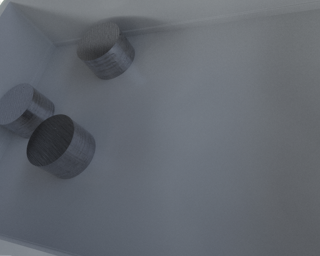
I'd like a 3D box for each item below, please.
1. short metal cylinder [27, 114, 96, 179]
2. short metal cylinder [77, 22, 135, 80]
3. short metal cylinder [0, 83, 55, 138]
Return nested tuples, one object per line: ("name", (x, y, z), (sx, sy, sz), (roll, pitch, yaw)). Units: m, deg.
("short metal cylinder", (-0.141, 0.027, 0.445), (0.080, 0.050, 0.080), (-13, 56, 20))
("short metal cylinder", (-0.089, -0.127, 0.512), (0.080, 0.050, 0.080), (-13, 56, 20))
("short metal cylinder", (-0.228, -0.029, 0.524), (0.080, 0.050, 0.080), (-13, 56, 20))
